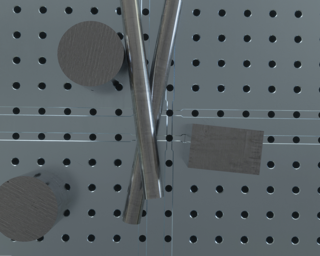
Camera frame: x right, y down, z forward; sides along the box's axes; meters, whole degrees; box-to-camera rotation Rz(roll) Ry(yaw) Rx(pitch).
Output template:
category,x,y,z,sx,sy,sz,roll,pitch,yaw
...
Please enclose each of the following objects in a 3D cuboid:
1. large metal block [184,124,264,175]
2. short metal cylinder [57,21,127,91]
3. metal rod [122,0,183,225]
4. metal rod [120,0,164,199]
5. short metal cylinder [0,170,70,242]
category,x,y,z,sx,sy,sz,roll,pitch,yaw
large metal block,0.074,0.024,0.386,0.080,0.080,0.050,6,90,0
short metal cylinder,-0.084,-0.090,0.400,0.081,0.050,0.079,0,90,0
metal rod,-0.010,-0.022,0.413,0.025,0.025,0.298,11,90,0
metal rod,-0.026,-0.062,0.394,0.025,0.025,0.298,-7,83,0
short metal cylinder,-0.164,0.098,0.399,0.081,0.050,0.079,0,90,0
